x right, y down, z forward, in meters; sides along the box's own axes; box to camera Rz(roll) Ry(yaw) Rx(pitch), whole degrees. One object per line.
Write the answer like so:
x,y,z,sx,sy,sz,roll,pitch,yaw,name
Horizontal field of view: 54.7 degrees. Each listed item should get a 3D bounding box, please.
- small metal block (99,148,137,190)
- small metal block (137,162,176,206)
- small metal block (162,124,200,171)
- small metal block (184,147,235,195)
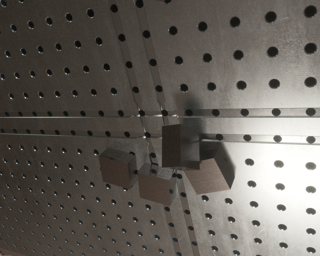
-0.064,0.063,0.482,0.050,0.025,0.050,11,123,21,small metal block
-0.004,0.084,0.464,0.050,0.025,0.050,11,123,22,small metal block
0.026,0.025,0.383,0.025,0.050,0.050,-8,75,31,small metal block
0.064,0.058,0.413,0.050,0.025,0.050,-18,109,34,small metal block
